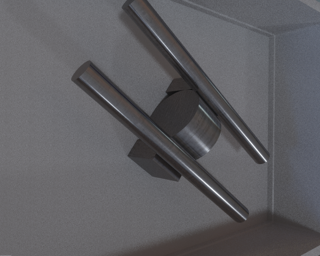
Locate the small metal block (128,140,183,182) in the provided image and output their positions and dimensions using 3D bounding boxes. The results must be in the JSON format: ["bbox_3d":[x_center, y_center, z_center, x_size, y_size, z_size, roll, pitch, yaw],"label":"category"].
[{"bbox_3d":[-0.003,0.041,0.387,0.050,0.050,0.025,44,63,-32],"label":"small metal block"}]

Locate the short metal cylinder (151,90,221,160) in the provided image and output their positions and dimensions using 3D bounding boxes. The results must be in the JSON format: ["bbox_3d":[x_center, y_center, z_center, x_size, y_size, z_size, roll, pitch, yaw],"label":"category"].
[{"bbox_3d":[0.030,-0.003,0.396,0.050,0.080,0.080,44,63,-32],"label":"short metal cylinder"}]

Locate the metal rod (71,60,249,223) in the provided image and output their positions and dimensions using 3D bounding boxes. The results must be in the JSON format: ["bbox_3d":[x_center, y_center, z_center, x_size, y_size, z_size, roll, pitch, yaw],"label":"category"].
[{"bbox_3d":[0.021,0.035,0.361,0.300,0.025,0.025,43,64,-31],"label":"metal rod"}]

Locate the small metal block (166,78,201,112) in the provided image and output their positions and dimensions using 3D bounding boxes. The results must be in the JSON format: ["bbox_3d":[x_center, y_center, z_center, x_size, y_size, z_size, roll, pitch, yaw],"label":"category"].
[{"bbox_3d":[0.045,-0.045,0.428,0.050,0.050,0.025,44,63,-32],"label":"small metal block"}]

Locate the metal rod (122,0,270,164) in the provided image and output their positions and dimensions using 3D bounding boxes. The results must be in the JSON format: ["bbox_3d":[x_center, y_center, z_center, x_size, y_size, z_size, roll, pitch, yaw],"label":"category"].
[{"bbox_3d":[0.063,-0.043,0.395,0.300,0.025,0.025,43,64,-32],"label":"metal rod"}]
